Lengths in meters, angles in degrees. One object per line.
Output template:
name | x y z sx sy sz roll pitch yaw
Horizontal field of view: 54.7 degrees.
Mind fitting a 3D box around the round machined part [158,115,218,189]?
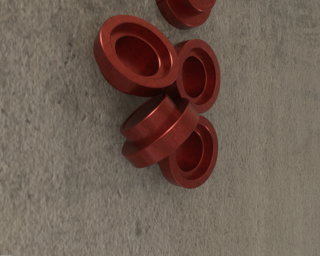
round machined part | 0.033 0.030 0.420 0.099 0.042 0.097 -4 96 -43

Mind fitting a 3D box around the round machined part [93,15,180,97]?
round machined part | -0.030 -0.077 0.354 0.099 0.042 0.098 18 55 -27

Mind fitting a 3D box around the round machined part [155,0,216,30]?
round machined part | 0.042 -0.191 0.430 0.099 0.042 0.097 0 90 -40

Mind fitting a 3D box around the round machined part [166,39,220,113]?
round machined part | 0.038 -0.069 0.423 0.099 0.042 0.097 -3 94 -47

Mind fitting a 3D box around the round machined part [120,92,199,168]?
round machined part | -0.007 -0.003 0.354 0.042 0.098 0.098 50 60 -17
